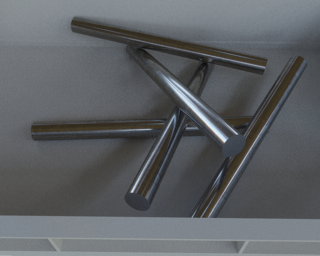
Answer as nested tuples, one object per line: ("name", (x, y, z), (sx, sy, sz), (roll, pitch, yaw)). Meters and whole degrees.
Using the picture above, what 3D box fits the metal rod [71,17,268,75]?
("metal rod", (0.007, -0.127, 0.468), (0.301, 0.025, 0.025), (15, 52, 11))

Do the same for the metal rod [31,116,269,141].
("metal rod", (-0.011, 0.000, 0.404), (0.302, 0.025, 0.025), (-2, 50, -2))

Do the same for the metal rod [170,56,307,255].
("metal rod", (0.106, 0.016, 0.367), (0.025, 0.025, 0.301), (28, 63, 21))

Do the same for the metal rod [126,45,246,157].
("metal rod", (0.011, -0.058, 0.400), (0.025, 0.025, 0.300), (-18, 36, -15))

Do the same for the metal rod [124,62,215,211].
("metal rod", (0.030, -0.023, 0.391), (0.025, 0.025, 0.301), (16, 42, 13))
